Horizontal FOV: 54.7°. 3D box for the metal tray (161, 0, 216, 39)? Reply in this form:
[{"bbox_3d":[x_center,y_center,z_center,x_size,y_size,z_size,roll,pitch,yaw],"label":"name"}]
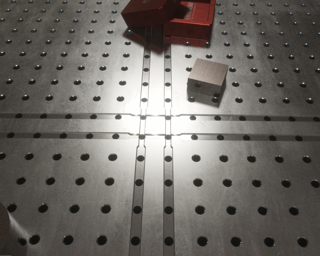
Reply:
[{"bbox_3d":[0.058,-0.223,0.592,0.090,0.030,0.130,8,50,6],"label":"metal tray"}]

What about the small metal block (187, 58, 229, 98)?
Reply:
[{"bbox_3d":[0.073,-0.077,0.473,0.050,0.025,0.050,16,52,12],"label":"small metal block"}]

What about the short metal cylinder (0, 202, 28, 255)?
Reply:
[{"bbox_3d":[-0.176,0.112,0.295,0.081,0.050,0.080,0,50,0],"label":"short metal cylinder"}]

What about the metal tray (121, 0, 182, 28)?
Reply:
[{"bbox_3d":[-0.005,-0.242,0.578,0.090,0.030,0.130,6,54,32],"label":"metal tray"}]
